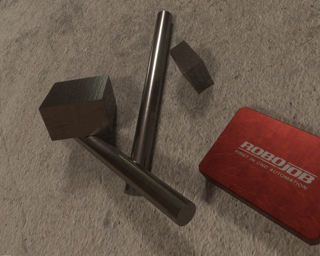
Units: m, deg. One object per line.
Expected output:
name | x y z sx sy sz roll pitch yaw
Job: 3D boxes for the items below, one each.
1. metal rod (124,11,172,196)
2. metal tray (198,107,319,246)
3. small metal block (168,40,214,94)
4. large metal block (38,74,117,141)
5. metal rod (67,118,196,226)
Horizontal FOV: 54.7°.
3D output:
metal rod | -0.011 -0.053 0.440 0.025 0.025 0.299 -6 59 25
metal tray | 0.116 0.042 0.314 0.130 0.030 0.090 30 78 37
small metal block | 0.042 -0.081 0.414 0.025 0.050 0.050 -35 52 5
large metal block | -0.109 -0.030 0.430 0.080 0.050 0.080 -8 32 3
metal rod | -0.069 0.031 0.394 0.300 0.025 0.025 28 77 45
